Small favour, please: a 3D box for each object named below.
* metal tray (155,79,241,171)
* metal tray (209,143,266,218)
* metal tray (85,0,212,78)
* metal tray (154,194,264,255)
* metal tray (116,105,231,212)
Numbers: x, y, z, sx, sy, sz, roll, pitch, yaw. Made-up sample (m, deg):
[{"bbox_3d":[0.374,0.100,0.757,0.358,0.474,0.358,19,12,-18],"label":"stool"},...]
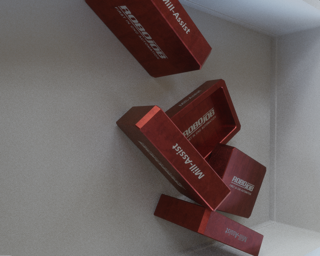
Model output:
[{"bbox_3d":[0.060,-0.004,0.453,0.131,0.030,0.090,-38,113,-33],"label":"metal tray"},{"bbox_3d":[0.114,0.084,0.476,0.131,0.030,0.090,28,81,-47],"label":"metal tray"},{"bbox_3d":[-0.012,-0.117,0.353,0.130,0.090,0.030,46,63,-31],"label":"metal tray"},{"bbox_3d":[0.067,0.132,0.419,0.130,0.090,0.030,33,71,-35],"label":"metal tray"},{"bbox_3d":[0.013,0.032,0.356,0.030,0.090,0.130,-45,107,-13],"label":"metal tray"}]
